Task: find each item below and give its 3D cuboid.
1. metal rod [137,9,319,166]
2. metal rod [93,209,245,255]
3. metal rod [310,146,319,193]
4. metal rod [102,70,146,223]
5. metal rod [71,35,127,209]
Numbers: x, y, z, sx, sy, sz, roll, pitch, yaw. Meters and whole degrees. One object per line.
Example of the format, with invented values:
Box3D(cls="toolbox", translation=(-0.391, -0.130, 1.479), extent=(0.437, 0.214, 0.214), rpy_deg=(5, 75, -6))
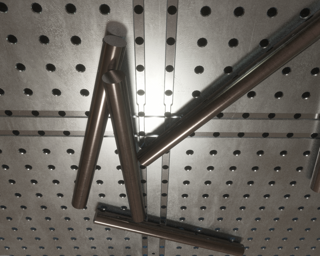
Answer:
Box3D(cls="metal rod", translation=(0.079, -0.038, 0.380), extent=(0.025, 0.025, 0.299), rpy_deg=(36, 121, -27))
Box3D(cls="metal rod", translation=(0.025, 0.200, 0.582), extent=(0.302, 0.025, 0.025), rpy_deg=(18, 128, -16))
Box3D(cls="metal rod", translation=(0.232, -0.018, 0.399), extent=(0.025, 0.025, 0.298), rpy_deg=(-6, 130, 5))
Box3D(cls="metal rod", translation=(-0.043, 0.050, 0.437), extent=(0.025, 0.025, 0.298), rpy_deg=(-2, 135, 1))
Box3D(cls="metal rod", translation=(-0.091, 0.016, 0.423), extent=(0.025, 0.025, 0.298), rpy_deg=(13, 129, -11))
